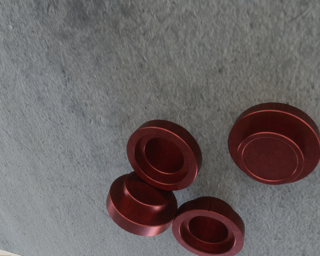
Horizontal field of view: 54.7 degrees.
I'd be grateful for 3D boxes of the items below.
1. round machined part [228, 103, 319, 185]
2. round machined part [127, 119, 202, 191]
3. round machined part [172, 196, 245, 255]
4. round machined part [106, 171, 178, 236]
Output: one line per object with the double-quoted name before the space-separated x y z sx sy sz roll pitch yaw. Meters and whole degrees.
"round machined part" 0.124 0.024 0.345 0.098 0.042 0.097 13 124 20
"round machined part" 0.009 0.032 0.409 0.098 0.042 0.097 13 124 20
"round machined part" 0.069 0.135 0.437 0.098 0.042 0.097 9 125 14
"round machined part" -0.021 0.096 0.429 0.098 0.098 0.042 28 121 10
